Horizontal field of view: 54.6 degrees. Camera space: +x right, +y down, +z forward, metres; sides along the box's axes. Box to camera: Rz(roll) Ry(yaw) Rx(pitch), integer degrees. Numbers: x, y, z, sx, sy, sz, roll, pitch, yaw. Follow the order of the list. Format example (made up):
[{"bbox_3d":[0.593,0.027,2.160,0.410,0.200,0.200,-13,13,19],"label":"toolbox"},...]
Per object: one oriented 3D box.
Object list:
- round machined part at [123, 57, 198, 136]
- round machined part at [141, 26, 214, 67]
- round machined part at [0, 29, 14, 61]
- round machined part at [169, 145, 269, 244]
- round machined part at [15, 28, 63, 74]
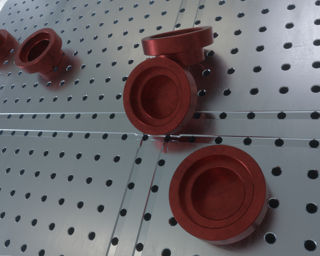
[{"bbox_3d":[0.004,-0.039,0.403,0.098,0.042,0.097,0,91,30],"label":"round machined part"},{"bbox_3d":[0.026,-0.111,0.432,0.098,0.042,0.098,-9,21,4],"label":"round machined part"},{"bbox_3d":[-0.397,-0.196,0.729,0.098,0.042,0.098,-13,56,21],"label":"round machined part"},{"bbox_3d":[0.062,0.070,0.322,0.098,0.042,0.098,-13,56,21],"label":"round machined part"},{"bbox_3d":[-0.232,-0.146,0.610,0.098,0.042,0.098,-13,56,21],"label":"round machined part"}]
